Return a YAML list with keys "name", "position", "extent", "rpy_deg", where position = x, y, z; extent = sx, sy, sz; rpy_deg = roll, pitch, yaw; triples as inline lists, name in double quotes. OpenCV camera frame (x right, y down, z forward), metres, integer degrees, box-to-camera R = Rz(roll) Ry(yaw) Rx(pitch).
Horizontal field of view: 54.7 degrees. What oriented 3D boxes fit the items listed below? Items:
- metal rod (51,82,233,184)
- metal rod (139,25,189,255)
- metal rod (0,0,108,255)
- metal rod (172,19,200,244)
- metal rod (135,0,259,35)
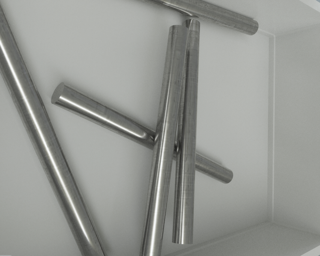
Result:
- name: "metal rod"
  position: [0.001, 0.021, 0.409]
  extent: [0.301, 0.025, 0.025]
  rpy_deg: [28, 72, -37]
- name: "metal rod"
  position: [0.005, 0.021, 0.378]
  extent: [0.025, 0.025, 0.298]
  rpy_deg: [13, 82, -40]
- name: "metal rod"
  position: [-0.113, 0.018, 0.312]
  extent: [0.025, 0.025, 0.298]
  rpy_deg: [-29, 109, -36]
- name: "metal rod"
  position: [0.036, -0.005, 0.411]
  extent: [0.025, 0.025, 0.299]
  rpy_deg: [15, 72, -39]
- name: "metal rod"
  position: [0.033, -0.169, 0.425]
  extent: [0.302, 0.025, 0.025]
  rpy_deg: [1, 90, -37]
